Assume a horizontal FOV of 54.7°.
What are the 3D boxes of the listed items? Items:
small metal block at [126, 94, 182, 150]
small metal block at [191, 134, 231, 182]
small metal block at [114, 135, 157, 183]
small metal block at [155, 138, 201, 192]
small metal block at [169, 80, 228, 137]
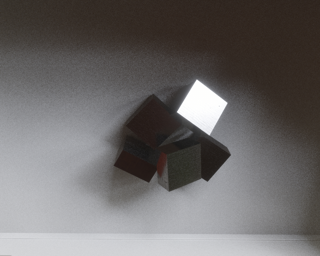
[{"bbox_3d":[-0.008,-0.008,0.406,0.050,0.025,0.050,42,104,-14],"label":"small metal block"},{"bbox_3d":[0.059,0.037,0.424,0.050,0.025,0.050,34,106,-12],"label":"small metal block"},{"bbox_3d":[-0.030,0.040,0.410,0.050,0.050,0.025,28,108,-10],"label":"small metal block"},{"bbox_3d":[0.024,0.045,0.388,0.050,0.025,0.050,-16,113,-29],"label":"small metal block"},{"bbox_3d":[0.049,-0.024,0.390,0.050,0.025,0.050,35,73,-13],"label":"small metal block"}]
